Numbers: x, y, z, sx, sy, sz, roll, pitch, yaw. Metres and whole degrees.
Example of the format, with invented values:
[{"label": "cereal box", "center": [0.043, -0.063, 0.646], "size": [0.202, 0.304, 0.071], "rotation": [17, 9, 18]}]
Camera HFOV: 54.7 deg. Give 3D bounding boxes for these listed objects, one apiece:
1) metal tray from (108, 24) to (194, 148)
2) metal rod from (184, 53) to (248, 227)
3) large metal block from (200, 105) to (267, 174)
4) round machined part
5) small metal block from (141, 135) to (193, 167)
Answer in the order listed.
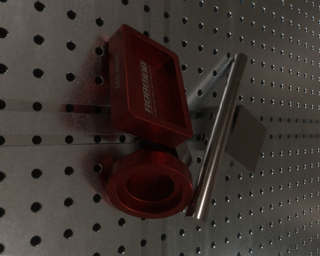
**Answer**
[{"label": "metal tray", "center": [-0.012, -0.049, 0.358], "size": [0.091, 0.030, 0.130], "rotation": [20, 49, -37]}, {"label": "metal rod", "center": [0.089, -0.005, 0.442], "size": [0.025, 0.025, 0.300], "rotation": [47, 48, -30]}, {"label": "large metal block", "center": [0.120, 0.018, 0.496], "size": [0.080, 0.050, 0.080], "rotation": [35, 69, -35]}, {"label": "round machined part", "center": [-0.011, 0.062, 0.367], "size": [0.098, 0.098, 0.042], "rotation": [48, 26, -30]}, {"label": "small metal block", "center": [0.009, 0.029, 0.400], "size": [0.025, 0.050, 0.050], "rotation": [-37, 114, -47]}]
